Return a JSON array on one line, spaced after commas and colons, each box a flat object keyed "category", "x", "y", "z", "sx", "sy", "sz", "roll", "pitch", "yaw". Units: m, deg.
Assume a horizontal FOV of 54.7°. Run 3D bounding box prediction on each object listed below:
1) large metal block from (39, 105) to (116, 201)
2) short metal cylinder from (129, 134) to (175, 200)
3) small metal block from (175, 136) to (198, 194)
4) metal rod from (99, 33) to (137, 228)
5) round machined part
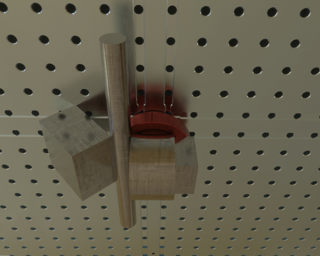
[{"category": "large metal block", "x": -0.103, "y": 0.031, "z": 0.392, "sx": 0.050, "sy": 0.080, "sz": 0.079, "roll": -29, "pitch": 139, "yaw": -31}, {"category": "short metal cylinder", "x": -0.009, "y": 0.047, "z": 0.376, "sx": 0.050, "sy": 0.080, "sz": 0.079, "roll": 1, "pitch": 130, "yaw": -1}, {"category": "small metal block", "x": 0.029, "y": 0.045, "z": 0.379, "sx": 0.025, "sy": 0.050, "sz": 0.050, "roll": 1, "pitch": 130, "yaw": -1}, {"category": "metal rod", "x": -0.046, "y": 0.031, "z": 0.383, "sx": 0.025, "sy": 0.025, "sz": 0.298, "roll": 0, "pitch": 130, "yaw": -1}, {"category": "round machined part", "x": -0.009, "y": 0.016, "z": 0.413, "sx": 0.099, "sy": 0.042, "sz": 0.097, "roll": -1, "pitch": 130, "yaw": 0}]
